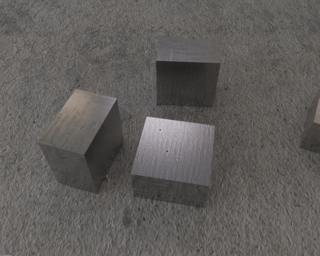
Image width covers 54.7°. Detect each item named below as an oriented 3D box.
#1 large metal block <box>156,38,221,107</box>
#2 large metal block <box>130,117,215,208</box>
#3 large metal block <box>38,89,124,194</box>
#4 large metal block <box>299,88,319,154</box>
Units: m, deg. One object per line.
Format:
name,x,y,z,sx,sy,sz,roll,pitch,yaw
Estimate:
large metal block,0.037,-0.076,0.431,0.080,0.080,0.050,3,50,2
large metal block,0.017,0.038,0.355,0.080,0.050,0.080,8,50,6
large metal block,-0.084,0.016,0.353,0.050,0.080,0.080,14,51,11
large metal block,0.233,-0.005,0.392,0.080,0.050,0.080,21,53,16
